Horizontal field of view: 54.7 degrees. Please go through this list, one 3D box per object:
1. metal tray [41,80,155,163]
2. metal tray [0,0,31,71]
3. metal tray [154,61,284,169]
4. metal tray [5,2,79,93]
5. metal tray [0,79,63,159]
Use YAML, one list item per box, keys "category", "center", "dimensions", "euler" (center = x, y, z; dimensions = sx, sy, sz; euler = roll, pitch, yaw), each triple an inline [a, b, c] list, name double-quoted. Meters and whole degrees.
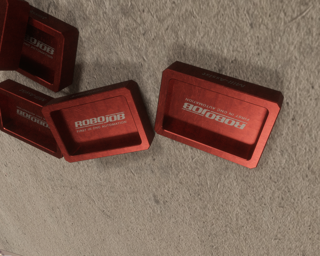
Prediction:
- category: "metal tray"
  center: [-0.083, -0.006, 0.421]
  dimensions: [0.130, 0.030, 0.089]
  euler: [-11, 114, 17]
- category: "metal tray"
  center: [-0.229, -0.141, 0.402]
  dimensions: [0.130, 0.030, 0.089]
  euler: [33, 114, 23]
- category: "metal tray"
  center: [0.063, -0.016, 0.359]
  dimensions: [0.130, 0.030, 0.089]
  euler: [20, 126, 15]
- category: "metal tray"
  center: [-0.178, -0.116, 0.422]
  dimensions: [0.130, 0.030, 0.089]
  euler: [28, 128, 10]
- category: "metal tray"
  center: [-0.202, -0.015, 0.498]
  dimensions: [0.130, 0.030, 0.089]
  euler: [23, 127, 14]
